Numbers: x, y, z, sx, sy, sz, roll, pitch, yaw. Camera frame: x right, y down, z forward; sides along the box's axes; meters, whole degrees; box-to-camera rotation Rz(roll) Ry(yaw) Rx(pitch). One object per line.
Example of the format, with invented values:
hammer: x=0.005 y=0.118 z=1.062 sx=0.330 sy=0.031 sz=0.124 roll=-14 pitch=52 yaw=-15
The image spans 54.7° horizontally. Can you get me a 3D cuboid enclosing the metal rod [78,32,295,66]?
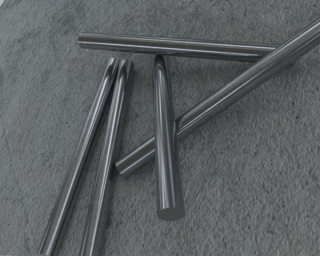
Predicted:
metal rod: x=0.022 y=-0.111 z=0.423 sx=0.301 sy=0.025 sz=0.025 roll=10 pitch=66 yaw=20

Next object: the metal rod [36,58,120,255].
metal rod: x=-0.106 y=0.025 z=0.444 sx=0.025 sy=0.025 sz=0.300 roll=0 pitch=61 yaw=28

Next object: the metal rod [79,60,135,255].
metal rod: x=-0.067 y=0.030 z=0.420 sx=0.025 sy=0.025 sz=0.299 roll=-8 pitch=58 yaw=24

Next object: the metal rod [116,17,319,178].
metal rod: x=0.071 y=-0.032 z=0.369 sx=0.300 sy=0.025 sz=0.025 roll=-36 pitch=51 yaw=11

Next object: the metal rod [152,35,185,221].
metal rod: x=0.004 y=-0.029 z=0.383 sx=0.025 sy=0.025 sz=0.300 roll=-20 pitch=43 yaw=16
